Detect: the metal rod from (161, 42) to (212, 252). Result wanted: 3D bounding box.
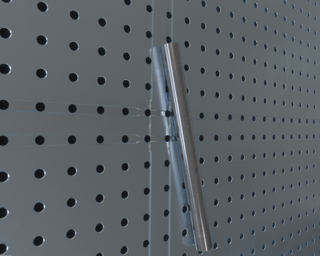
[{"bbox_3d":[0.039,0.032,0.440,0.025,0.025,0.298,-17,101,-39],"label":"metal rod"}]
